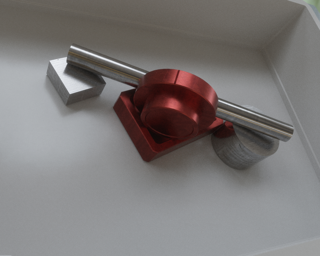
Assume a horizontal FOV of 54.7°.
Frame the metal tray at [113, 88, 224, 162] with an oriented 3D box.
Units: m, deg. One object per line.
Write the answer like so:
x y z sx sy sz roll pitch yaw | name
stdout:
0.014 -0.019 0.420 0.131 0.030 0.090 -21 73 -36 | metal tray

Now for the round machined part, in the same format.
0.016 -0.021 0.363 0.099 0.098 0.042 25 61 -14 | round machined part

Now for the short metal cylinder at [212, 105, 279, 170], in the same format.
0.123 0.014 0.448 0.081 0.050 0.080 14 56 -21 | short metal cylinder

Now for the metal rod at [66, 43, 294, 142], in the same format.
0.033 -0.041 0.396 0.302 0.025 0.025 19 54 -10 | metal rod

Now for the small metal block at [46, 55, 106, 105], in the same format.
-0.104 -0.062 0.386 0.050 0.025 0.050 -25 75 -37 | small metal block
